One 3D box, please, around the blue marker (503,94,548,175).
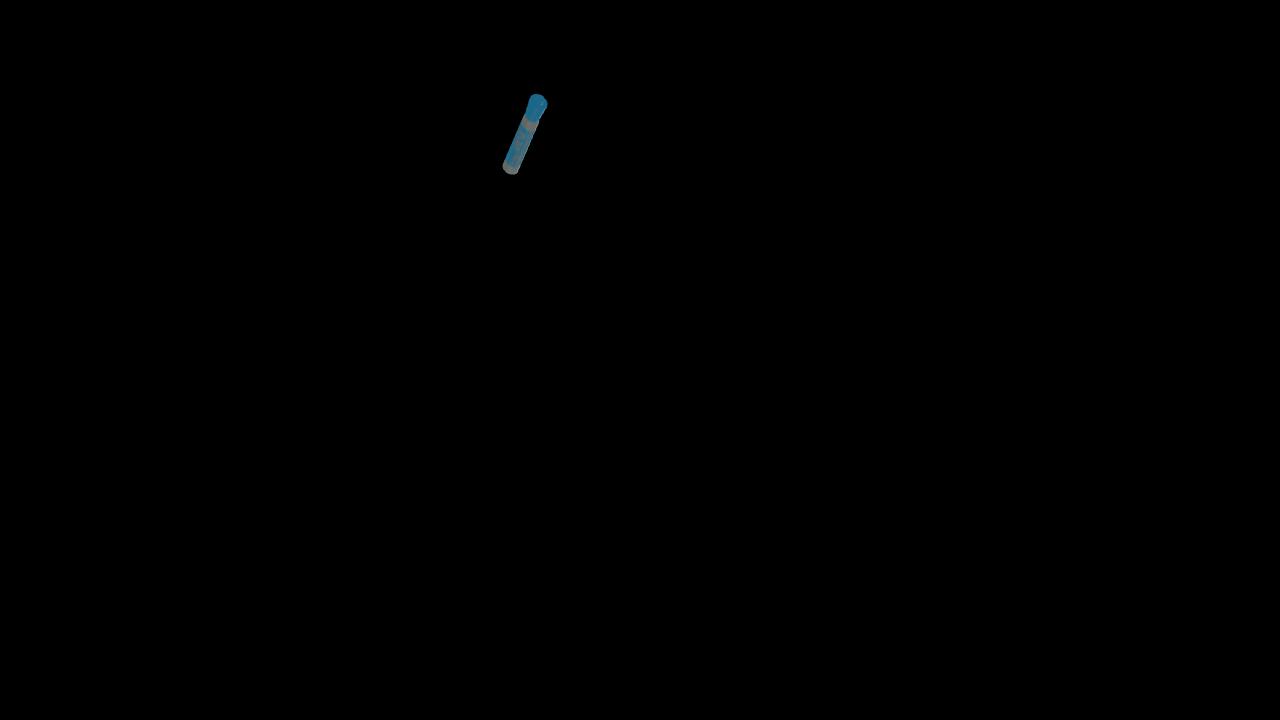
[{"bbox_3d":[-0.126,-0.244,0.669,0.020,0.020,0.121,0,-19,-27],"label":"blue marker"}]
